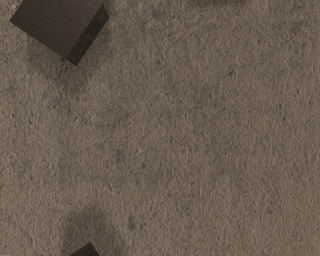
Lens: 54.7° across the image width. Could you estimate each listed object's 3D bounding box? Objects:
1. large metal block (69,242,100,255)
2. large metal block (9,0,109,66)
[{"bbox_3d":[-0.094,0.202,0.381,0.050,0.080,0.080,-33,90,0],"label":"large metal block"},{"bbox_3d":[-0.125,-0.139,0.396,0.080,0.050,0.080,34,90,-1],"label":"large metal block"}]
